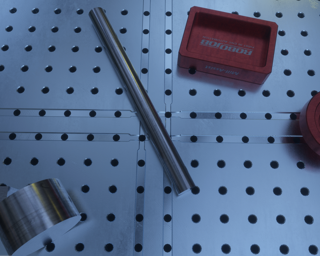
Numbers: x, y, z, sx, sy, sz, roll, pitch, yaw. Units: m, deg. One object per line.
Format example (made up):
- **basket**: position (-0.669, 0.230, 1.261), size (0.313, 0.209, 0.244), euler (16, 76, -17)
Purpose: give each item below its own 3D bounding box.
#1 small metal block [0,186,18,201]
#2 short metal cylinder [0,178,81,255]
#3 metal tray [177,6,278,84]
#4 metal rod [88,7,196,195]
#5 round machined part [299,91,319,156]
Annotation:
- **small metal block**: position (-0.207, 0.097, 0.374), size (0.050, 0.025, 0.050), euler (0, 70, -1)
- **short metal cylinder**: position (-0.136, 0.100, 0.344), size (0.080, 0.080, 0.050), euler (-33, 74, -11)
- **metal tray**: position (0.099, -0.123, 0.455), size (0.131, 0.030, 0.090), euler (13, 70, 4)
- **metal rod**: position (-0.032, -0.049, 0.429), size (0.025, 0.025, 0.299), euler (-25, 72, -9)
- **round machined part**: position (0.232, -0.001, 0.406), size (0.099, 0.042, 0.098), euler (0, 70, -1)
